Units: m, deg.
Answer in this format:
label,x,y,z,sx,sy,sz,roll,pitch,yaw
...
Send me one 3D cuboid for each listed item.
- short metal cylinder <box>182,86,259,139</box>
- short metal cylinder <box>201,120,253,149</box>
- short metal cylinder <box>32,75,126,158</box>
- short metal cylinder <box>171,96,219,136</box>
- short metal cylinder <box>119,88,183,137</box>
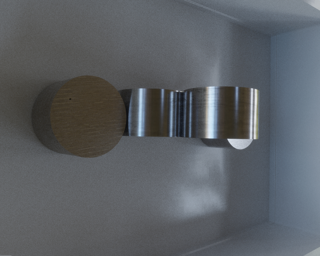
label,x,y,z,sx,sy,sz,roll,pitch,yaw
short metal cylinder,0.065,-0.014,0.333,0.081,0.080,0.050,2,89,-40
short metal cylinder,0.103,-0.009,0.475,0.081,0.050,0.080,0,90,-40
short metal cylinder,-0.082,-0.011,0.319,0.081,0.050,0.080,0,90,-40
short metal cylinder,0.052,-0.013,0.411,0.081,0.080,0.050,2,89,-40
short metal cylinder,-0.010,-0.015,0.360,0.081,0.080,0.050,2,89,-40
